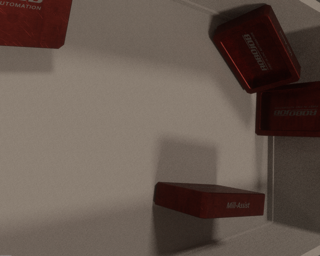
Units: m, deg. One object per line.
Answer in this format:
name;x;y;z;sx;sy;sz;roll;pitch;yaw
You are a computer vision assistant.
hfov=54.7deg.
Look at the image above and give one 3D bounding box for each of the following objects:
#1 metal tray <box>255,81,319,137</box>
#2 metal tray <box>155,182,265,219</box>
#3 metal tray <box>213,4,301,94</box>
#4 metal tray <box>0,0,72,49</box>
metal tray;0.232;-0.030;0.536;0.030;0.130;0.089;5;87;-40
metal tray;0.070;0.097;0.425;0.131;0.090;0.030;11;83;-40
metal tray;0.156;-0.119;0.494;0.130;0.090;0.030;47;47;-30
metal tray;-0.140;-0.116;0.254;0.131;0.030;0.089;-8;133;-40
